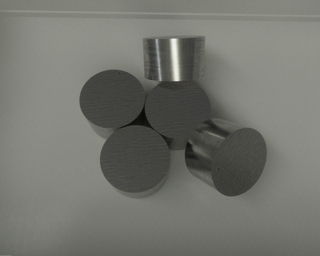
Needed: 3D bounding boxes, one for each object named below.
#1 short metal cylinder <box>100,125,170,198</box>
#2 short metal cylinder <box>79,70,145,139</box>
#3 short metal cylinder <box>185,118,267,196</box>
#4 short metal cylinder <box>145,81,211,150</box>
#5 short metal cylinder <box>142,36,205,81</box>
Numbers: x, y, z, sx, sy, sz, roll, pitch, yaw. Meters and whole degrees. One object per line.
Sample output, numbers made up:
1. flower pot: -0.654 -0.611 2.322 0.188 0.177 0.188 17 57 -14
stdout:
1. short metal cylinder: -0.029 0.042 0.378 0.081 0.050 0.080 0 70 0
2. short metal cylinder: -0.059 -0.029 0.404 0.081 0.050 0.080 0 70 0
3. short metal cylinder: 0.077 0.032 0.362 0.081 0.050 0.079 -9 108 -28
4. short metal cylinder: 0.022 -0.016 0.400 0.081 0.050 0.080 0 70 0
5. short metal cylinder: 0.019 -0.093 0.405 0.081 0.080 0.050 -3 109 -1
